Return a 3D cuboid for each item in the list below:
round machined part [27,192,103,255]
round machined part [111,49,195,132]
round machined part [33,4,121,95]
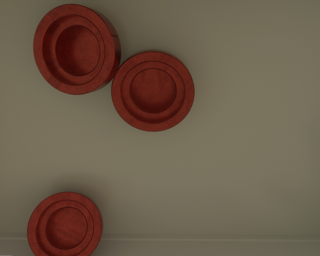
[{"bbox_3d":[-0.130,0.140,0.437,0.099,0.042,0.098,1,77,-6],"label":"round machined part"},{"bbox_3d":[-0.008,-0.048,0.384,0.099,0.042,0.097,0,110,0],"label":"round machined part"},{"bbox_3d":[-0.091,-0.089,0.360,0.098,0.042,0.097,3,103,13],"label":"round machined part"}]
